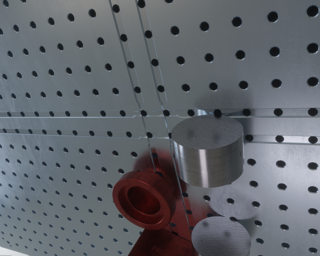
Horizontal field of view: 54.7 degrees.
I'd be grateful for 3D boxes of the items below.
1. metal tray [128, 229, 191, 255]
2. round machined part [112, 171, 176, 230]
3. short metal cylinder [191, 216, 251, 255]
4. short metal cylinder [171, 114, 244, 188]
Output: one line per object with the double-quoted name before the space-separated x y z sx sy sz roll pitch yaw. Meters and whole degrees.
"metal tray" 0.018 0.219 0.494 0.130 0.090 0.030 21 126 16
"round machined part" -0.020 0.105 0.476 0.098 0.042 0.097 13 124 21
"short metal cylinder" 0.085 0.173 0.438 0.080 0.080 0.050 11 123 22
"short metal cylinder" 0.056 0.024 0.361 0.080 0.080 0.050 5 121 25
